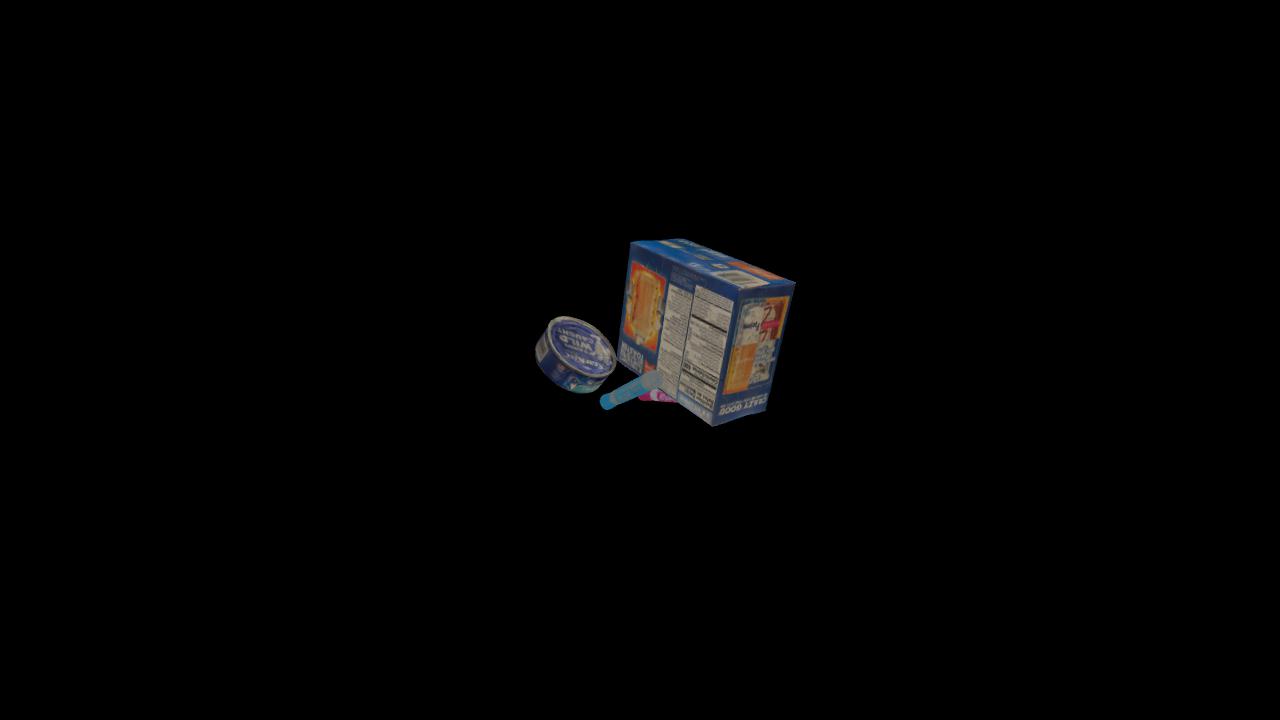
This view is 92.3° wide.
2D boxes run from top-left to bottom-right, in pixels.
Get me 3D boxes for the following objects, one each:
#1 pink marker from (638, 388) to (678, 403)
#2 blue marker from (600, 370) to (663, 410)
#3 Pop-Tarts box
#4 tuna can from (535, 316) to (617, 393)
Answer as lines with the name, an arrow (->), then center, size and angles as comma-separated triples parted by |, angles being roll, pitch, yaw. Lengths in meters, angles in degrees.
pink marker -> 0.039, 0.043, 0.751 | 0.020, 0.020, 0.121 | 0, 0, -41
blue marker -> -0.013, 0.035, 0.667 | 0.020, 0.020, 0.121 | 0, -15, -29
Pop-Tarts box -> 0.060, -0.036, 0.638 | 0.083, 0.141, 0.167 | -9, 28, -35
tuna can -> -0.069, -0.005, 0.654 | 0.084, 0.084, 0.034 | 0, -40, -47
